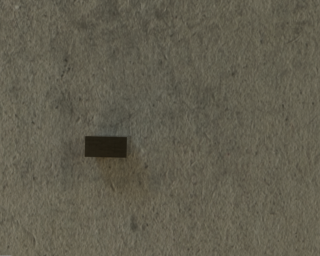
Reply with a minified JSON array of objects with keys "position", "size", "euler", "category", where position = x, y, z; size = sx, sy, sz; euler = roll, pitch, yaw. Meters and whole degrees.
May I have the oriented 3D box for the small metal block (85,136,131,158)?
[{"position":[-0.065,0.023,0.397],"size":[0.050,0.050,0.025],"euler":[1,90,0],"category":"small metal block"}]
